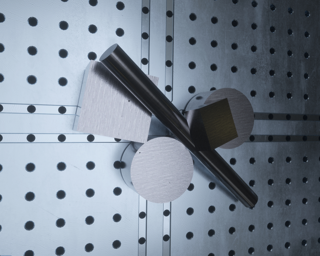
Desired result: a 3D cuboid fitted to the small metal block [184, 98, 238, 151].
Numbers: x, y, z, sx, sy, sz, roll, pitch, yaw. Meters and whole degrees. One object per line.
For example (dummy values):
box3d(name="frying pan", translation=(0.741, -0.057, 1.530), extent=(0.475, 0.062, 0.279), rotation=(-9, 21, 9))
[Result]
box3d(name="small metal block", translation=(0.062, -0.004, 0.371), extent=(0.050, 0.025, 0.050), rotation=(-22, 98, -37))

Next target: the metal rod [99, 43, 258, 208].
box3d(name="metal rod", translation=(0.041, 0.015, 0.387), extent=(0.300, 0.025, 0.025), rotation=(45, 76, -29))

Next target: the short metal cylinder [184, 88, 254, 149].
box3d(name="short metal cylinder", translation=(0.080, -0.013, 0.425), extent=(0.081, 0.050, 0.079), rotation=(0, 90, -20))

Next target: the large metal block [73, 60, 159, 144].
box3d(name="large metal block", translation=(-0.054, -0.028, 0.374), extent=(0.081, 0.050, 0.080), rotation=(12, 86, -20))

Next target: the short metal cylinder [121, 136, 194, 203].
box3d(name="short metal cylinder", translation=(-0.005, 0.050, 0.394), extent=(0.081, 0.050, 0.079), rotation=(0, 90, -20))
